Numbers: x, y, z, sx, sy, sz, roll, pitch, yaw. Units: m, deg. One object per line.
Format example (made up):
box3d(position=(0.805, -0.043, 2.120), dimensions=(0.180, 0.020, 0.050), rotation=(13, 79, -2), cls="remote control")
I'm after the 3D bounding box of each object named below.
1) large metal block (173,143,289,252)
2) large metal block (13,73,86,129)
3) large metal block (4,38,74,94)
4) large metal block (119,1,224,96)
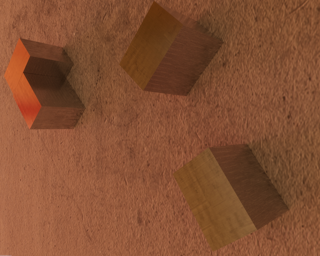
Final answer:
box3d(position=(0.072, 0.064, 0.310), dimensions=(0.050, 0.081, 0.080), rotation=(-42, 65, 32), cls="large metal block")
box3d(position=(-0.187, -0.044, 0.524), dimensions=(0.050, 0.081, 0.080), rotation=(-52, 60, 27), cls="large metal block")
box3d(position=(-0.213, -0.102, 0.545), dimensions=(0.050, 0.081, 0.080), rotation=(52, 121, 27), cls="large metal block")
box3d(position=(0.014, -0.086, 0.358), dimensions=(0.050, 0.081, 0.080), rotation=(49, 119, 29), cls="large metal block")
